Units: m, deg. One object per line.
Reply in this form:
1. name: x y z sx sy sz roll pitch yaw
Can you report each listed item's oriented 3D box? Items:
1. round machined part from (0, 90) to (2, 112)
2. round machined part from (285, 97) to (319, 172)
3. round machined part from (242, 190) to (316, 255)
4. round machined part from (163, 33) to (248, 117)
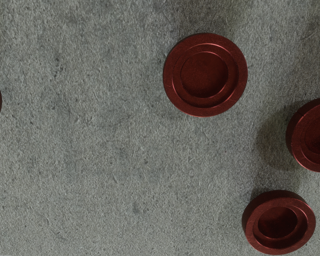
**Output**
1. round machined part: -0.245 -0.041 0.382 0.099 0.042 0.097 -1 111 -1
2. round machined part: 0.213 0.006 0.404 0.099 0.042 0.097 0 110 0
3. round machined part: 0.168 0.132 0.451 0.099 0.042 0.097 0 110 0
4. round machined part: 0.052 -0.065 0.377 0.099 0.042 0.097 0 110 0
